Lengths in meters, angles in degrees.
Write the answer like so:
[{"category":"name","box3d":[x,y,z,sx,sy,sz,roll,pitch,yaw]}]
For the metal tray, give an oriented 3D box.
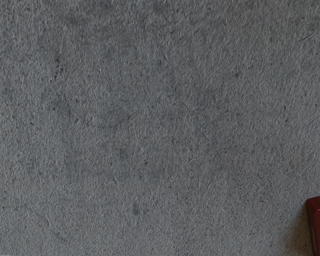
[{"category":"metal tray","box3d":[0.278,0.158,0.468,0.090,0.030,0.129,-15,110,5]}]
